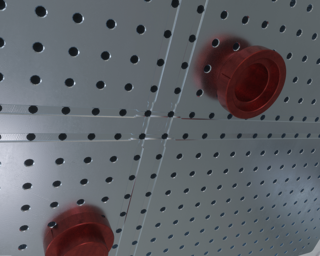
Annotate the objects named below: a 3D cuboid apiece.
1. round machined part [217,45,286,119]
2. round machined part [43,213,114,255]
[{"bbox_3d":[0.119,-0.065,0.424,0.099,0.042,0.097,-14,124,-21],"label":"round machined part"},{"bbox_3d":[-0.113,0.174,0.445,0.099,0.042,0.097,-14,124,-21],"label":"round machined part"}]
